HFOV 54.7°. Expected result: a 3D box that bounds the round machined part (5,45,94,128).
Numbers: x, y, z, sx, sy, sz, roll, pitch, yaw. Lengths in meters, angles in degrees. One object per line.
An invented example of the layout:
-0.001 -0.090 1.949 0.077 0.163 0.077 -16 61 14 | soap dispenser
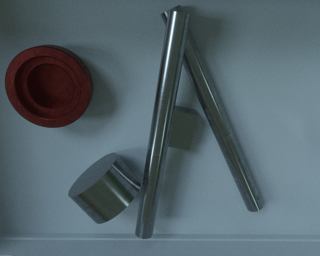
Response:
-0.131 -0.053 0.381 0.099 0.042 0.097 0 110 -1 | round machined part

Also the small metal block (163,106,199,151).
0.019 -0.002 0.411 0.050 0.025 0.050 11 110 -5 | small metal block

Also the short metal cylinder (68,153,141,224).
-0.073 0.078 0.410 0.080 0.080 0.050 -35 107 11 | short metal cylinder

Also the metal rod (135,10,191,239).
-0.001 0.012 0.389 0.025 0.025 0.298 8 110 -3 | metal rod

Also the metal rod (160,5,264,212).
0.076 -0.012 0.408 0.025 0.025 0.299 -24 109 8 | metal rod
